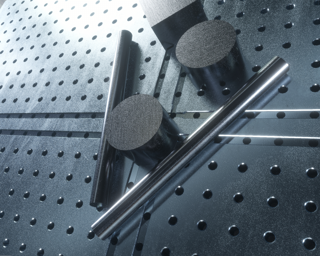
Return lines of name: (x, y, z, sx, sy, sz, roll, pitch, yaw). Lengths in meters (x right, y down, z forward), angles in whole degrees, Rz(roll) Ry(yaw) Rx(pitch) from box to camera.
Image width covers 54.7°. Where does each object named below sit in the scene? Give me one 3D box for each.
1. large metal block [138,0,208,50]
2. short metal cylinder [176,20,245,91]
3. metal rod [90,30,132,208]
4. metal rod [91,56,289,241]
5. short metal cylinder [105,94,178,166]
large metal block: (0.021, -0.186, 0.495, 0.080, 0.050, 0.080, -28, 52, 10)
short metal cylinder: (0.068, -0.097, 0.416, 0.080, 0.050, 0.080, -13, 56, 21)
metal rod: (-0.068, -0.032, 0.463, 0.025, 0.025, 0.299, -11, 57, 22)
metal rod: (0.038, 0.023, 0.374, 0.300, 0.025, 0.025, -43, 51, -2)
short metal cylinder: (-0.023, 0.003, 0.403, 0.080, 0.050, 0.080, -13, 56, 21)
